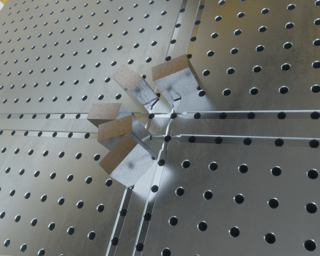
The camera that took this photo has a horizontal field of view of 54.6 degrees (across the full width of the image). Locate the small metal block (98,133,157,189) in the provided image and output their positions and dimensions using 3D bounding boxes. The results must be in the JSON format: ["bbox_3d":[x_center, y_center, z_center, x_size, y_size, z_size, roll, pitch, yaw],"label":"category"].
[{"bbox_3d":[-0.039,0.042,0.388,0.050,0.050,0.025,-48,51,-6],"label":"small metal block"}]

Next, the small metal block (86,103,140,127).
[{"bbox_3d":[-0.065,-0.011,0.434,0.050,0.050,0.025,2,63,29],"label":"small metal block"}]

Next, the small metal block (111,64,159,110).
[{"bbox_3d":[-0.036,-0.059,0.449,0.025,0.050,0.050,-48,51,-5],"label":"small metal block"}]

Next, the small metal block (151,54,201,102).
[{"bbox_3d":[0.023,-0.067,0.422,0.050,0.050,0.025,-19,54,17],"label":"small metal block"}]

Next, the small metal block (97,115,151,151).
[{"bbox_3d":[-0.047,0.012,0.411,0.050,0.050,0.025,-16,55,19],"label":"small metal block"}]
